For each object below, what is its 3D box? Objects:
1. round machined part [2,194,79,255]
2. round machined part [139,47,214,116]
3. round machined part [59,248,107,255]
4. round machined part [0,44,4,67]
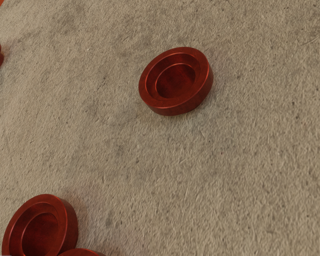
[{"bbox_3d":[-0.142,0.135,0.385,0.098,0.042,0.098,-13,56,21],"label":"round machined part"},{"bbox_3d":[0.024,-0.058,0.416,0.098,0.042,0.098,-13,56,21],"label":"round machined part"},{"bbox_3d":[-0.081,0.180,0.323,0.098,0.042,0.098,-11,58,19],"label":"round machined part"},{"bbox_3d":[-0.393,-0.153,0.694,0.098,0.042,0.098,-13,56,21],"label":"round machined part"}]
